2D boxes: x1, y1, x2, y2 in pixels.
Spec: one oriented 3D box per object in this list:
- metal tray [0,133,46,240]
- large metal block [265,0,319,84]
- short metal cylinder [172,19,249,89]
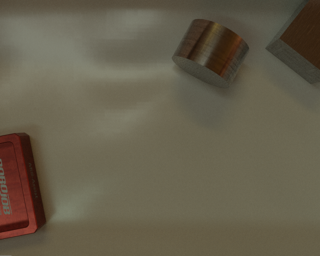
[{"bbox_3d":[-0.211,0.077,0.406,0.091,0.030,0.129,-11,90,-1],"label":"metal tray"},{"bbox_3d":[0.201,-0.116,0.402,0.080,0.050,0.080,38,90,-1],"label":"large metal block"},{"bbox_3d":[0.062,-0.090,0.385,0.080,0.080,0.050,28,90,-1],"label":"short metal cylinder"}]
